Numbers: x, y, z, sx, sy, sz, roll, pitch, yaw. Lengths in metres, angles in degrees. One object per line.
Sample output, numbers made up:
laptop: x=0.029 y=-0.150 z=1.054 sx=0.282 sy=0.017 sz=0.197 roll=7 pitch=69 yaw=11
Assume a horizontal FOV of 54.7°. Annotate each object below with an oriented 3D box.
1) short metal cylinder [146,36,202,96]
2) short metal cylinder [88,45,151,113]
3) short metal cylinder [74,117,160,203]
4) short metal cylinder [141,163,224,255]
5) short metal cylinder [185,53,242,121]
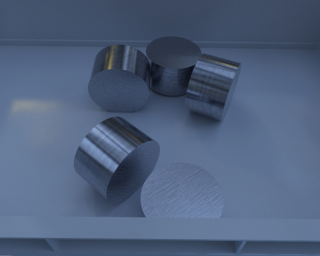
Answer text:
short metal cylinder: x=0.019 y=-0.094 z=0.465 sx=0.081 sy=0.050 sz=0.080 roll=2 pitch=48 yaw=-2
short metal cylinder: x=-0.054 y=-0.066 z=0.424 sx=0.081 sy=0.080 sz=0.050 roll=1 pitch=50 yaw=0
short metal cylinder: x=-0.046 y=0.034 z=0.340 sx=0.050 sy=0.080 sz=0.080 roll=34 pitch=58 yaw=25
short metal cylinder: x=0.021 y=0.083 z=0.320 sx=0.081 sy=0.050 sz=0.080 roll=0 pitch=50 yaw=0
short metal cylinder: x=0.072 y=-0.055 z=0.416 sx=0.050 sy=0.080 sz=0.080 roll=19 pitch=53 yaw=15
